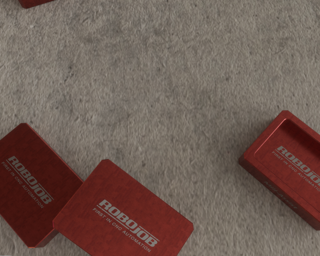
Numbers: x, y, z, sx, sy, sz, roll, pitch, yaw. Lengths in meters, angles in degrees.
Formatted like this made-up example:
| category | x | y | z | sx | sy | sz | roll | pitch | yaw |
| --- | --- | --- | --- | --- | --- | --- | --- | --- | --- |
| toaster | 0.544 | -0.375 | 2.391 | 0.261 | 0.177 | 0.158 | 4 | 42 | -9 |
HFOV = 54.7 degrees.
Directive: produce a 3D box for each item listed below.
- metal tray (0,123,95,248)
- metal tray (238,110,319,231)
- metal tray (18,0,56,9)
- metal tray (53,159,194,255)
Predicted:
| category | x | y | z | sx | sy | sz | roll | pitch | yaw |
| --- | --- | --- | --- | --- | --- | --- | --- | --- | --- |
| metal tray | -0.157 | 0.067 | 0.379 | 0.130 | 0.030 | 0.090 | 42 | 75 | 13 |
| metal tray | 0.178 | 0.051 | 0.388 | 0.130 | 0.030 | 0.090 | 42 | 75 | 13 |
| metal tray | -0.171 | -0.252 | 0.495 | 0.131 | 0.030 | 0.090 | -21 | 72 | -8 |
| metal tray | -0.039 | 0.108 | 0.348 | 0.130 | 0.030 | 0.090 | 38 | 74 | -3 |
